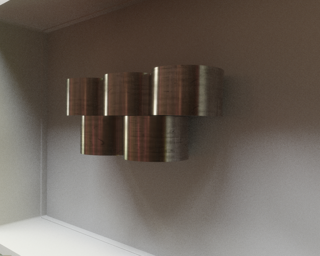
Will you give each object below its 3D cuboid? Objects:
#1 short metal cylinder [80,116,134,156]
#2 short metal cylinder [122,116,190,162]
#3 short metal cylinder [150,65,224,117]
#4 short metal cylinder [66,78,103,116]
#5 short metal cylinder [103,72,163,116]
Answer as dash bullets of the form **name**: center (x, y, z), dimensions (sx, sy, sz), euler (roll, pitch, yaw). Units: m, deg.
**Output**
- **short metal cylinder**: center (-0.068, 0.009, 0.425), dimensions (0.080, 0.081, 0.050), euler (1, 91, 40)
- **short metal cylinder**: center (-0.005, 0.011, 0.373), dimensions (0.080, 0.081, 0.050), euler (1, 91, 40)
- **short metal cylinder**: center (0.030, -0.038, 0.344), dimensions (0.080, 0.081, 0.050), euler (3, 92, 40)
- **short metal cylinder**: center (-0.094, -0.042, 0.447), dimensions (0.080, 0.081, 0.050), euler (1, 91, 40)
- **short metal cylinder**: center (-0.032, -0.040, 0.395), dimensions (0.080, 0.081, 0.050), euler (1, 91, 40)
